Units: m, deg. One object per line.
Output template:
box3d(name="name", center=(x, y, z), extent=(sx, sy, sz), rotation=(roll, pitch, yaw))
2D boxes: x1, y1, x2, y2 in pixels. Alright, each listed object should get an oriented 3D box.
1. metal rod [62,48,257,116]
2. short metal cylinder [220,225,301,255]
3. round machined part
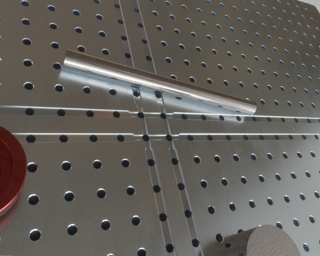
box3d(name="metal rod", center=(0.014, -0.061, 0.454), extent=(0.302, 0.025, 0.025), rotation=(12, 57, -22))
box3d(name="short metal cylinder", center=(0.118, 0.159, 0.361), extent=(0.081, 0.050, 0.080), rotation=(14, 56, -21))
box3d(name="round machined part", center=(-0.174, 0.043, 0.277), extent=(0.099, 0.042, 0.098), rotation=(14, 56, -21))
